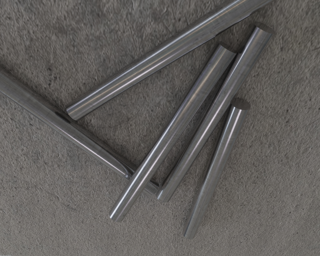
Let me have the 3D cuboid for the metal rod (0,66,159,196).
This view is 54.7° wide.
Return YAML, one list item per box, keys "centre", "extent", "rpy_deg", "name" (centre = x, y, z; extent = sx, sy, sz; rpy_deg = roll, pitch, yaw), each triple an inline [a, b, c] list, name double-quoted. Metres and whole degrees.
- centre: [-0.109, 0.010, 0.414]
  extent: [0.025, 0.025, 0.300]
  rpy_deg: [-33, 123, 25]
  name: "metal rod"

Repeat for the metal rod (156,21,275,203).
- centre: [0.056, 0.003, 0.410]
  extent: [0.025, 0.025, 0.298]
  rpy_deg: [15, 129, -13]
  name: "metal rod"

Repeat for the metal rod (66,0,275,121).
- centre: [0.015, -0.086, 0.333]
  extent: [0.300, 0.025, 0.025]
  rpy_deg: [-28, 125, 21]
  name: "metal rod"

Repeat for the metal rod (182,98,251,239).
- centre: [0.077, 0.082, 0.477]
  extent: [0.025, 0.025, 0.298]
  rpy_deg: [7, 130, -6]
  name: "metal rod"

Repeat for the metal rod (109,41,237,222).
- centre: [0.003, 0.023, 0.405]
  extent: [0.025, 0.025, 0.298]
  rpy_deg: [22, 120, -18]
  name: "metal rod"
